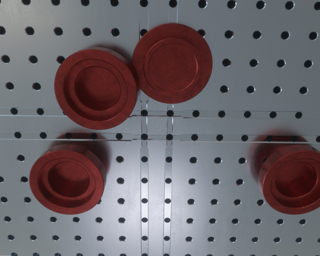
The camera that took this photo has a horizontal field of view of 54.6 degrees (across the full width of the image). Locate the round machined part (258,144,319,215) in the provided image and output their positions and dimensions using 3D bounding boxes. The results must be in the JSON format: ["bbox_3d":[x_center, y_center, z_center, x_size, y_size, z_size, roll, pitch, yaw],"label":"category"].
[{"bbox_3d":[0.185,0.067,0.430,0.099,0.042,0.097,0,110,0],"label":"round machined part"}]

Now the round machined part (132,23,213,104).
[{"bbox_3d":[0.015,-0.076,0.376,0.099,0.042,0.097,0,110,0],"label":"round machined part"}]

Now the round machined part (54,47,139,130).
[{"bbox_3d":[-0.074,-0.050,0.383,0.098,0.042,0.097,1,112,3],"label":"round machined part"}]

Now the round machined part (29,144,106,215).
[{"bbox_3d":[-0.123,0.066,0.428,0.099,0.042,0.097,0,110,0],"label":"round machined part"}]
